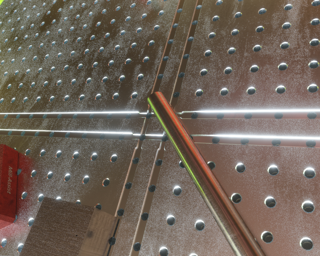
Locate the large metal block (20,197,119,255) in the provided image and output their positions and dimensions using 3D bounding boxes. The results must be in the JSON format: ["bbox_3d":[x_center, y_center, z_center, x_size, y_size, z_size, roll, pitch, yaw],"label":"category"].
[{"bbox_3d":[-0.107,0.133,0.365,0.080,0.050,0.080,3,63,29],"label":"large metal block"}]

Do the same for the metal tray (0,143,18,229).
[{"bbox_3d":[-0.270,0.098,0.482,0.090,0.030,0.130,-26,53,11],"label":"metal tray"}]

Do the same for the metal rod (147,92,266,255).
[{"bbox_3d":[0.052,0.061,0.342,0.025,0.025,0.300,-34,52,6],"label":"metal rod"}]
